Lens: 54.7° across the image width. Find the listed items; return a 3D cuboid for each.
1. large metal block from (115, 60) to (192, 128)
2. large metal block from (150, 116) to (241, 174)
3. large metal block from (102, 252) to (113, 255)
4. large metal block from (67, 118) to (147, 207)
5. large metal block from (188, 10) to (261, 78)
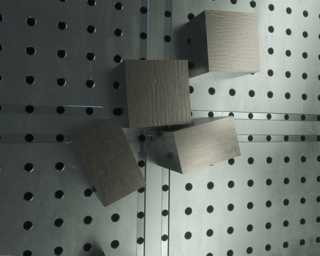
[{"bbox_3d":[-0.009,-0.043,0.397,0.081,0.050,0.079,-4,92,-20],"label":"large metal block"},{"bbox_3d":[0.043,0.019,0.401,0.081,0.080,0.050,-15,95,-20],"label":"large metal block"},{"bbox_3d":[-0.050,0.214,0.382,0.080,0.050,0.080,31,80,-18],"label":"large metal block"},{"bbox_3d":[-0.065,0.035,0.360,0.050,0.080,0.080,-26,99,-18],"label":"large metal block"},{"bbox_3d":[0.089,-0.115,0.434,0.081,0.050,0.079,-5,92,-20],"label":"large metal block"}]
